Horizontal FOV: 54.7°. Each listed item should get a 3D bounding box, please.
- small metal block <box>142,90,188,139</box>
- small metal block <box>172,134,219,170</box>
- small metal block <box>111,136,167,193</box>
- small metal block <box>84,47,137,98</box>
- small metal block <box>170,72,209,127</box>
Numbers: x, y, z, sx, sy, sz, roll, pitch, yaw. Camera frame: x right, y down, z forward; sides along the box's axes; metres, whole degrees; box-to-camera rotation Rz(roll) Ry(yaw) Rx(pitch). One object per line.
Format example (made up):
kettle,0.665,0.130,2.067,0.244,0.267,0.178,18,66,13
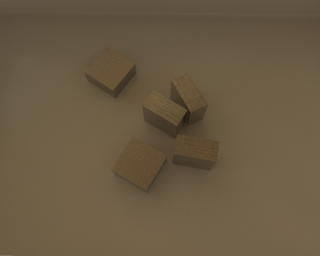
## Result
small metal block,0.006,-0.016,0.402,0.050,0.050,0.025,32,73,11
small metal block,0.043,0.031,0.385,0.050,0.050,0.025,10,71,3
small metal block,-0.025,0.047,0.392,0.050,0.025,0.050,29,72,10
small metal block,-0.069,-0.079,0.438,0.050,0.025,0.050,33,73,11
small metal block,0.037,-0.037,0.410,0.025,0.050,0.050,-26,72,-9
